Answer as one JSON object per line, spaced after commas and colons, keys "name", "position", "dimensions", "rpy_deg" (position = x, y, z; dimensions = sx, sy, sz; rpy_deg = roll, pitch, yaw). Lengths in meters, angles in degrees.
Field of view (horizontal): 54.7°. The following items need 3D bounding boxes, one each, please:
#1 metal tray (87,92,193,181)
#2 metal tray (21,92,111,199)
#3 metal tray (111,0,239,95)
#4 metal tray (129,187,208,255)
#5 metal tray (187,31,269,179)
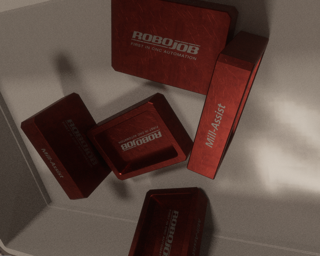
{"name": "metal tray", "position": [-0.030, 0.017, 0.429], "dimensions": [0.130, 0.030, 0.090], "rpy_deg": [-23, 107, 36]}
{"name": "metal tray", "position": [-0.123, 0.025, 0.444], "dimensions": [0.030, 0.090, 0.130], "rpy_deg": [-16, 110, 34]}
{"name": "metal tray", "position": [0.010, -0.095, 0.340], "dimensions": [0.130, 0.030, 0.089], "rpy_deg": [18, 125, 17]}
{"name": "metal tray", "position": [0.010, 0.147, 0.424], "dimensions": [0.090, 0.130, 0.030], "rpy_deg": [-10, 136, 32]}
{"name": "metal tray", "position": [0.068, -0.023, 0.315], "dimensions": [0.030, 0.090, 0.129], "rpy_deg": [22, 126, 15]}
